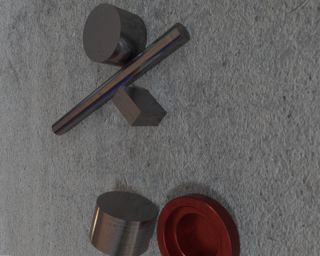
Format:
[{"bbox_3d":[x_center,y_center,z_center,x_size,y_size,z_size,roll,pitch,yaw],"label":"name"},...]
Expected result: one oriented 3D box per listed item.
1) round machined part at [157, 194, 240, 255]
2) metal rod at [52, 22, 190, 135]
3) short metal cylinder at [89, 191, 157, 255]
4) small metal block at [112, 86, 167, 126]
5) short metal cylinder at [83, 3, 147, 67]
[{"bbox_3d":[0.047,0.124,0.355,0.098,0.042,0.097,0,90,40],"label":"round machined part"},{"bbox_3d":[-0.077,-0.059,0.468,0.299,0.025,0.025,-30,72,36],"label":"metal rod"},{"bbox_3d":[-0.048,0.124,0.409,0.080,0.081,0.050,23,104,38],"label":"short metal cylinder"},{"bbox_3d":[-0.027,-0.028,0.411,0.050,0.050,0.025,51,120,28],"label":"small metal block"},{"bbox_3d":[-0.065,-0.130,0.442,0.080,0.050,0.079,0,90,40],"label":"short metal cylinder"}]
